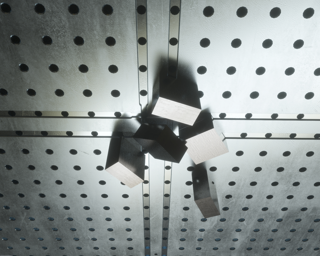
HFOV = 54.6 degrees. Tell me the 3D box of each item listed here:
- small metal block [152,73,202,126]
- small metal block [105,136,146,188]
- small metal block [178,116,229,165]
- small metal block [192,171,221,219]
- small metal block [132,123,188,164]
[{"bbox_3d":[0.019,-0.034,0.366,0.050,0.050,0.025,16,128,-13],"label":"small metal block"},{"bbox_3d":[-0.047,0.048,0.435,0.025,0.050,0.050,-32,123,24],"label":"small metal block"},{"bbox_3d":[0.060,0.018,0.427,0.050,0.025,0.050,-24,126,19],"label":"small metal block"},{"bbox_3d":[0.072,0.104,0.484,0.025,0.050,0.050,-18,128,15],"label":"small metal block"},{"bbox_3d":[0.000,0.020,0.411,0.050,0.025,0.050,5,145,50],"label":"small metal block"}]
